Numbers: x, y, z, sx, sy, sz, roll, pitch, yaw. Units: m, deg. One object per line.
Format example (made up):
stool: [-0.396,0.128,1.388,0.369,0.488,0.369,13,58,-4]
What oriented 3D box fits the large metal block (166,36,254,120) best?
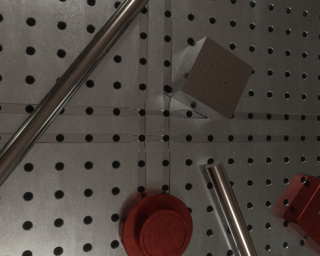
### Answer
large metal block: [0.068,-0.064,0.426,0.080,0.050,0.080,28,81,-18]

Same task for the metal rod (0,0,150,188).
metal rod: [-0.106,-0.058,0.373,0.025,0.025,0.300,39,77,-16]

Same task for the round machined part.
round machined part: [-0.001,0.135,0.405,0.099,0.042,0.097,0,90,-20]

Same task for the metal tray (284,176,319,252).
metal tray: [0.277,0.154,0.515,0.130,0.030,0.090,43,76,-15]

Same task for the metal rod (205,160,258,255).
metal rod: [0.132,0.188,0.463,0.025,0.025,0.299,-25,99,-19]
